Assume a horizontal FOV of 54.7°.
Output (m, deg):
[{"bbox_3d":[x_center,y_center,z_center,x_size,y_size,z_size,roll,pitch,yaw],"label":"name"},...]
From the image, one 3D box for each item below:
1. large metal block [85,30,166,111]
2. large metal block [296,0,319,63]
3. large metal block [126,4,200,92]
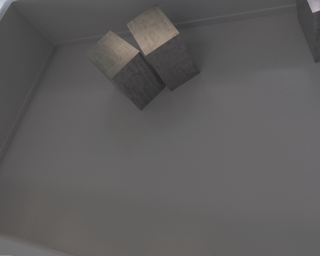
[{"bbox_3d":[-0.049,-0.082,0.447,0.050,0.080,0.080,-45,51,-3],"label":"large metal block"},{"bbox_3d":[0.191,-0.136,0.353,0.050,0.080,0.080,-15,56,20],"label":"large metal block"},{"bbox_3d":[0.005,-0.112,0.436,0.050,0.080,0.080,-33,52,7],"label":"large metal block"}]
